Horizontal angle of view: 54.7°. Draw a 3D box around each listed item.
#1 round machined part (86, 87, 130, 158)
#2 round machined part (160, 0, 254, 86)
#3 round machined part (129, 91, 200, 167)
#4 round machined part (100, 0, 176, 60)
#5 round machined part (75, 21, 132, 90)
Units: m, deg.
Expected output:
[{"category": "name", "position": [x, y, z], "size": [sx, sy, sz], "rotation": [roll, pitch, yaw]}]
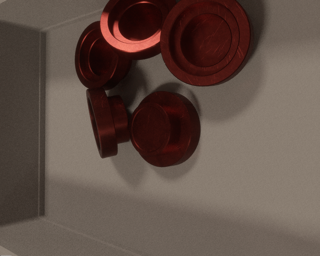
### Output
[{"category": "round machined part", "position": [-0.071, -0.010, 0.432], "size": [0.098, 0.042, 0.097], "rotation": [168, 89, -74]}, {"category": "round machined part", "position": [0.053, -0.095, 0.340], "size": [0.098, 0.042, 0.097], "rotation": [4, 99, 25]}, {"category": "round machined part", "position": [-0.001, 0.001, 0.395], "size": [0.098, 0.042, 0.097], "rotation": [0, 90, 39]}, {"category": "round machined part", "position": [-0.022, -0.130, 0.394], "size": [0.098, 0.042, 0.098], "rotation": [-4, 72, 13]}, {"category": "round machined part", "position": [-0.079, -0.104, 0.459], "size": [0.098, 0.042, 0.097], "rotation": [0, 90, 39]}]
